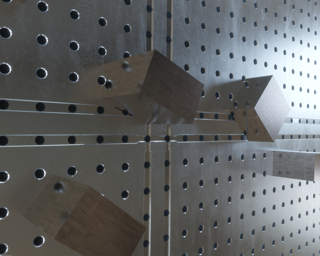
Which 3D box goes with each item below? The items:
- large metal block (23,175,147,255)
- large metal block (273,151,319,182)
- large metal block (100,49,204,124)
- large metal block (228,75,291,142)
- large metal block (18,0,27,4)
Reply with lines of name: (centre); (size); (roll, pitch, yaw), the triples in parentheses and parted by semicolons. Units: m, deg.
large metal block: (-0.075, 0.094, 0.310); (0.080, 0.080, 0.050); (46, 63, -30)
large metal block: (0.279, 0.072, 0.605); (0.081, 0.080, 0.050); (4, 88, -40)
large metal block: (-0.009, -0.043, 0.364); (0.080, 0.080, 0.050); (28, 73, -37)
large metal block: (0.174, -0.033, 0.537); (0.080, 0.050, 0.080); (51, 60, -28)
large metal block: (-0.135, -0.177, 0.279); (0.080, 0.050, 0.080); (32, 70, -35)
